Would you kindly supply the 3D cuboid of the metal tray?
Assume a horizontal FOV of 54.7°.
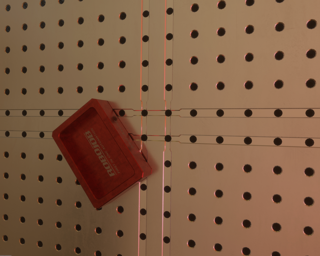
[{"bbox_3d":[-0.084,0.035,0.438,0.090,0.030,0.130,-37,79,16],"label":"metal tray"}]
